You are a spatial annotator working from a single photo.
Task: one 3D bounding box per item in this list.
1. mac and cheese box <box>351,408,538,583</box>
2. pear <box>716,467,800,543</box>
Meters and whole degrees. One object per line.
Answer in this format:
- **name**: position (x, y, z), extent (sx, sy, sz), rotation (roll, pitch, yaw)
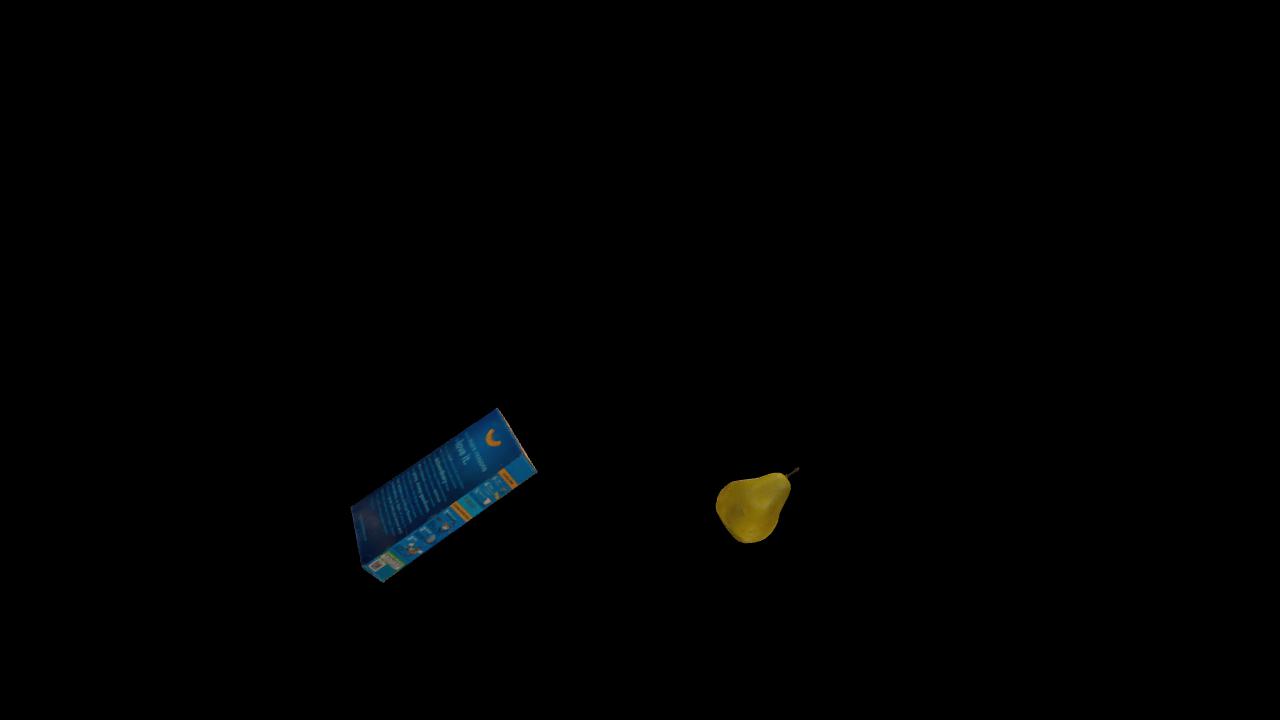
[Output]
- **mac and cheese box**: position (-0.206, 0.136, 0.643), extent (0.184, 0.041, 0.093), rotation (-34, 39, -10)
- **pear**: position (0.148, 0.168, 0.748), extent (0.111, 0.080, 0.080), rotation (-34, 4, -7)
